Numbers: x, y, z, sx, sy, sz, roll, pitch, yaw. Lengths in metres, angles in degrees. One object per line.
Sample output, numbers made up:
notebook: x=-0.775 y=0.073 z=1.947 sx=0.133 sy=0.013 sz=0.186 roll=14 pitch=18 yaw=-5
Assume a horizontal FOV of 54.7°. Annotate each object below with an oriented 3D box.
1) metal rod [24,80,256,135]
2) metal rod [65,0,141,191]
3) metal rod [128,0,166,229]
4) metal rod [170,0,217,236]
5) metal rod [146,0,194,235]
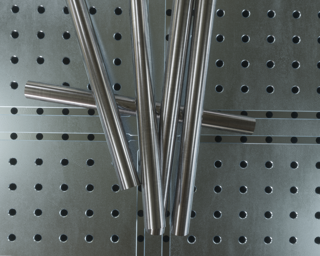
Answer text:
metal rod: x=-0.025 y=-0.027 z=0.413 sx=0.302 sy=0.025 sz=0.025 roll=9 pitch=90 yaw=-1
metal rod: x=-0.079 y=-0.070 z=0.391 sx=0.025 sy=0.025 sz=0.299 roll=-18 pitch=82 yaw=0
metal rod: x=-0.018 y=-0.031 z=0.387 sx=0.025 sy=0.025 sz=0.298 roll=-5 pitch=80 yaw=-1
metal rod: x=0.040 y=-0.008 z=0.388 sx=0.025 sy=0.025 sz=0.298 roll=5 pitch=100 yaw=-1
metal rod: x=0.011 y=-0.009 z=0.389 sx=0.025 sy=0.025 sz=0.298 roll=7 pitch=100 yaw=-1
